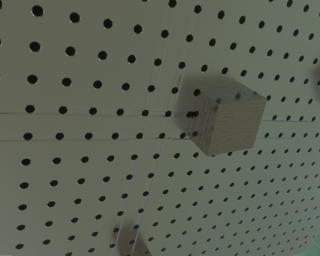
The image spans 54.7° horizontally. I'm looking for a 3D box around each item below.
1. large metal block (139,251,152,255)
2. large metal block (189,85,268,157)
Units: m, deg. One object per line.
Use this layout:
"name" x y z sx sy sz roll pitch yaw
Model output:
"large metal block" -0.021 0.281 0.540 0.050 0.080 0.079 -19 126 -18
"large metal block" 0.095 -0.012 0.442 0.081 0.050 0.079 -8 122 -25
